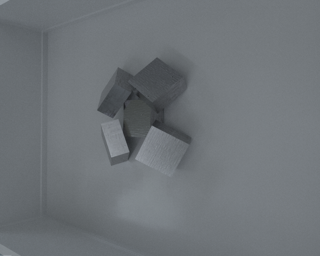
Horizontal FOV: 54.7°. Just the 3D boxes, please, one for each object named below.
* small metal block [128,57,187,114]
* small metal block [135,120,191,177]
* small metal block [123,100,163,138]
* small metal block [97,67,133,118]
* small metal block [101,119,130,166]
[{"bbox_3d":[-0.003,-0.054,0.391,0.050,0.025,0.050,-41,58,-10],"label":"small metal block"},{"bbox_3d":[0.004,0.025,0.386,0.050,0.025,0.050,27,110,0],"label":"small metal block"},{"bbox_3d":[-0.023,-0.013,0.423,0.050,0.025,0.050,2,92,40],"label":"small metal block"},{"bbox_3d":[-0.063,-0.050,0.440,0.050,0.025,0.050,-50,23,29],"label":"small metal block"},{"bbox_3d":[-0.065,0.022,0.443,0.050,0.025,0.050,114,137,-68],"label":"small metal block"}]
